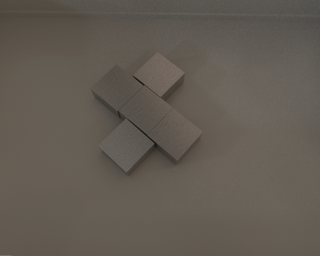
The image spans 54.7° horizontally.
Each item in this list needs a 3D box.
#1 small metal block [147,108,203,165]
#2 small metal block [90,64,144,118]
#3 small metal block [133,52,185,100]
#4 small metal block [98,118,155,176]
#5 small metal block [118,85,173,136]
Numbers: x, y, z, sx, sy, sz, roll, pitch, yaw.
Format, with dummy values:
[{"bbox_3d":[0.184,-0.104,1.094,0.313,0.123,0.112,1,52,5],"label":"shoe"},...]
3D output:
[{"bbox_3d":[0.019,0.011,0.403,0.050,0.025,0.050,40,75,13],"label":"small metal block"},{"bbox_3d":[-0.057,-0.051,0.425,0.050,0.025,0.050,40,75,13],"label":"small metal block"},{"bbox_3d":[-0.001,-0.069,0.432,0.050,0.025,0.050,40,74,13],"label":"small metal block"},{"bbox_3d":[-0.042,0.025,0.398,0.050,0.025,0.050,41,76,13],"label":"small metal block"},{"bbox_3d":[-0.018,-0.020,0.414,0.050,0.025,0.050,40,75,13],"label":"small metal block"}]
